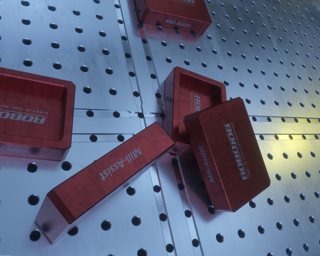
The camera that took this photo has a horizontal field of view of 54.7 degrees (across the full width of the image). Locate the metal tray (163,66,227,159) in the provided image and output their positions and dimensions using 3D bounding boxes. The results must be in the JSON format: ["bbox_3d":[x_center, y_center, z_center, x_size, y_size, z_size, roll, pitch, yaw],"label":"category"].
[{"bbox_3d":[0.053,-0.020,0.447,0.091,0.030,0.130,16,55,-19],"label":"metal tray"}]

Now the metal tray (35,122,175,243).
[{"bbox_3d":[-0.052,0.052,0.307,0.131,0.090,0.030,-34,82,-38],"label":"metal tray"}]

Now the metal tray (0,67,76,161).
[{"bbox_3d":[-0.161,-0.018,0.329,0.131,0.030,0.090,9,58,-24],"label":"metal tray"}]

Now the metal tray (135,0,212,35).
[{"bbox_3d":[0.022,-0.220,0.553,0.131,0.030,0.090,2,61,-28],"label":"metal tray"}]

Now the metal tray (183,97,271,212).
[{"bbox_3d":[0.091,0.032,0.408,0.091,0.030,0.129,-21,93,-37],"label":"metal tray"}]
